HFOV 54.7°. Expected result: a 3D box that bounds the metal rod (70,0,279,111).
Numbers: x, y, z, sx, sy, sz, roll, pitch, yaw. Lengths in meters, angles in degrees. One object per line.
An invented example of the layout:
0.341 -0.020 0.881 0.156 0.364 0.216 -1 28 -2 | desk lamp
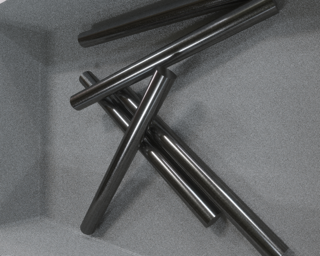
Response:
-0.005 -0.083 0.388 0.300 0.025 0.025 -20 77 31 | metal rod

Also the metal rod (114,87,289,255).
0.029 0.034 0.381 0.300 0.025 0.025 46 117 30 | metal rod

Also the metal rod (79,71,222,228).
-0.029 0.012 0.428 0.300 0.025 0.025 46 117 30 | metal rod

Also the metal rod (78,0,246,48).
-0.007 -0.145 0.410 0.300 0.025 0.025 -1 90 39 | metal rod

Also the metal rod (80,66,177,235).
-0.055 0.050 0.422 0.025 0.025 0.298 48 126 29 | metal rod
